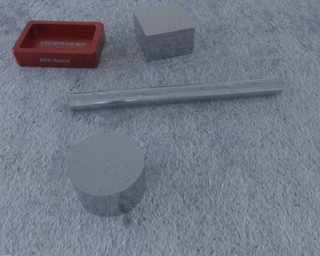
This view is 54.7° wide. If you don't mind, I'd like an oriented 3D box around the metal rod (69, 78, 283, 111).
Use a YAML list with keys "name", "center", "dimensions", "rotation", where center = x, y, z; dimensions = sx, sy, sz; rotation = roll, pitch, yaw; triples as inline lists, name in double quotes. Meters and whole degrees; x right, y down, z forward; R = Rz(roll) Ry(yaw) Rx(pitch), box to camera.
- name: "metal rod"
  center: [0.026, -0.049, 0.444]
  dimensions: [0.302, 0.025, 0.025]
  rotation: [-5, 50, -5]

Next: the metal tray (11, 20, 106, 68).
- name: "metal tray"
  center: [-0.164, -0.141, 0.516]
  dimensions: [0.131, 0.030, 0.090]
  rotation: [2, 50, 1]

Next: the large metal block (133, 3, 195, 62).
- name: "large metal block"
  center: [0.005, -0.163, 0.524]
  dimensions: [0.081, 0.050, 0.080]
  rotation: [-14, 51, -11]

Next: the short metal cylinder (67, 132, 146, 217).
- name: "short metal cylinder"
  center: [-0.056, 0.051, 0.344]
  dimensions: [0.081, 0.050, 0.080]
  rotation: [0, 50, 0]
